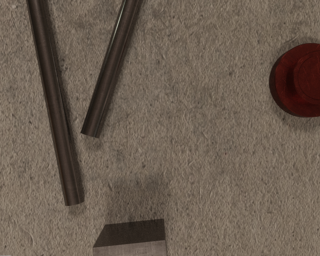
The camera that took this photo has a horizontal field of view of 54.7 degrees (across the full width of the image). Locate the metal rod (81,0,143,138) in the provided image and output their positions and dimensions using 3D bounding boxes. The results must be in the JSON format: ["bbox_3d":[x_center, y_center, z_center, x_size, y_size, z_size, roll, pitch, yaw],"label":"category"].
[{"bbox_3d":[-0.047,-0.133,0.409,0.025,0.025,0.298,18,90,-1],"label":"metal rod"}]

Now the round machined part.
[{"bbox_3d":[0.199,-0.063,0.404,0.099,0.042,0.097,0,90,-1],"label":"round machined part"}]

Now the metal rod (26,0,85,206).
[{"bbox_3d":[-0.140,-0.047,0.408,0.025,0.025,0.298,-11,90,0],"label":"metal rod"}]

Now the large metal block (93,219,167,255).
[{"bbox_3d":[-0.032,0.153,0.382,0.081,0.080,0.050,-6,90,-1],"label":"large metal block"}]
